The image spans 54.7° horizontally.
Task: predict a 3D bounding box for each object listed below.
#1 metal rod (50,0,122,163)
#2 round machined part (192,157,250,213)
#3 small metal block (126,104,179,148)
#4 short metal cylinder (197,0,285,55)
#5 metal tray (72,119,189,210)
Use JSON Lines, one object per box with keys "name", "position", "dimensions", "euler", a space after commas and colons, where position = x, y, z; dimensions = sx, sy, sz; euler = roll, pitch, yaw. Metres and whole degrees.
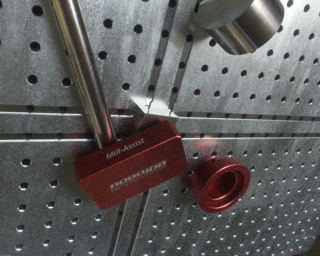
{"name": "metal rod", "position": [-0.077, -0.052, 0.337], "dimensions": [0.025, 0.025, 0.298], "euler": [-22, 127, -16]}
{"name": "round machined part", "position": [0.096, 0.088, 0.510], "dimensions": [0.099, 0.042, 0.097], "euler": [-14, 125, -21]}
{"name": "small metal block", "position": [-0.011, 0.000, 0.407], "dimensions": [0.050, 0.025, 0.050], "euler": [7, 115, -32]}
{"name": "short metal cylinder", "position": [0.089, -0.129, 0.346], "dimensions": [0.050, 0.080, 0.080], "euler": [32, 100, -39]}
{"name": "metal tray", "position": [-0.032, 0.050, 0.398], "dimensions": [0.131, 0.030, 0.090], "euler": [-24, 143, -5]}
